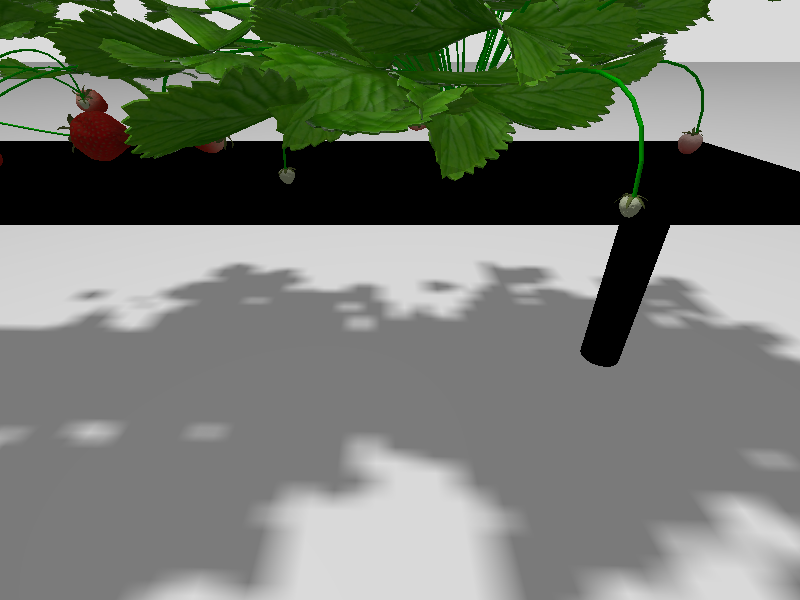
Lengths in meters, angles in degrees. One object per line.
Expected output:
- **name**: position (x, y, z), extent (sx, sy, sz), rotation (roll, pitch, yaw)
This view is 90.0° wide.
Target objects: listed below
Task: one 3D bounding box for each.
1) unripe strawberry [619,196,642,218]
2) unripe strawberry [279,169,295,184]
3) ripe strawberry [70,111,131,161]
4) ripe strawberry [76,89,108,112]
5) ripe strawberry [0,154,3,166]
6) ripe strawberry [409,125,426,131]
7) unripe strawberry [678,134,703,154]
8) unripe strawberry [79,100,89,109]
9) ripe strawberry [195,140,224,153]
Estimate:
- **unripe strawberry**: position (0.102, -0.041, 0.179), extent (0.009, 0.010, 0.010), rotation (-9, 33, -14)
- **unripe strawberry**: position (-0.073, -0.080, 0.260), extent (0.010, 0.010, 0.009), rotation (-21, 38, -29)
- **ripe strawberry**: position (-0.228, -0.126, 0.308), extent (0.036, 0.036, 0.040), rotation (4, 32, 6)
- **ripe strawberry**: position (-0.403, -0.258, 0.526), extent (0.034, 0.030, 0.031), rotation (0, -5, -1)
- **ripe strawberry**: position (-0.285, -0.094, 0.270), extent (0.025, 0.024, 0.027), rotation (19, 37, 26)
- **ripe strawberry**: position (0.016, -0.211, 0.444), extent (0.040, 0.042, 0.043), rotation (-7, 32, -12)
- **unripe strawberry**: position (0.238, -0.128, 0.329), extent (0.017, 0.016, 0.015), rotation (0, 32, 1)
- **unripe strawberry**: position (-0.396, -0.246, 0.503), extent (0.011, 0.010, 0.010), rotation (0, 32, 1)
- **ripe strawberry**: position (-0.165, -0.142, 0.333), extent (0.037, 0.036, 0.040), rotation (1, 32, 2)
